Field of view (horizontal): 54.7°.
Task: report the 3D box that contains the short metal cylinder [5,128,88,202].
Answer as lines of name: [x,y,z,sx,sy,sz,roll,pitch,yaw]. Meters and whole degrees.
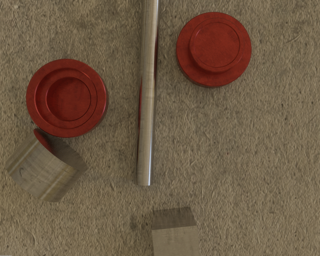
short metal cylinder: [-0.138,0.045,0.381,0.080,0.080,0.050,41,90,0]

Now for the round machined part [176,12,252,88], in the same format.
round machined part: [0.070,-0.102,0.402,0.099,0.042,0.097,0,90,0]

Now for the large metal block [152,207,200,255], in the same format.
large metal block: [0.020,0.150,0.383,0.050,0.080,0.080,-6,90,0]

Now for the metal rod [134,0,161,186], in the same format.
metal rod: [-0.015,-0.075,0.409,0.025,0.025,0.298,3,90,0]

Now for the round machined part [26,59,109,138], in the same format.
round machined part: [-0.115,-0.037,0.400,0.099,0.042,0.097,0,90,0]
